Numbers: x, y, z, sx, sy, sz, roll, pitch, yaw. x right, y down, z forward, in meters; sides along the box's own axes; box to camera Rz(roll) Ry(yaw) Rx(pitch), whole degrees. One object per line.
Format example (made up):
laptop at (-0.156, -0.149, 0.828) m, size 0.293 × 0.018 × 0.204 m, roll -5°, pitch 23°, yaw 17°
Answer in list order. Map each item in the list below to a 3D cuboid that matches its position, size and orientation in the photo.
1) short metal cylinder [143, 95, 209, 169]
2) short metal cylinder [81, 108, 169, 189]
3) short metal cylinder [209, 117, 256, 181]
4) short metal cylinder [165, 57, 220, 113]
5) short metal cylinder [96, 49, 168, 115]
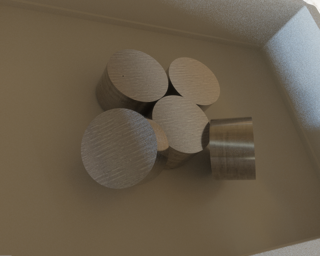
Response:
short metal cylinder at (0.017, 0.006, 0.393) m, size 0.081 × 0.050 × 0.080 m, roll 14°, pitch 56°, yaw -21°
short metal cylinder at (-0.035, 0.022, 0.330) m, size 0.080 × 0.080 × 0.050 m, roll 59°, pitch 8°, yaw 13°
short metal cylinder at (0.094, 0.027, 0.396) m, size 0.050 × 0.080 × 0.080 m, roll -4°, pitch 55°, yaw 15°
short metal cylinder at (0.038, -0.054, 0.443) m, size 0.081 × 0.050 × 0.080 m, roll 14°, pitch 56°, yaw -21°
short metal cylinder at (-0.036, -0.054, 0.401) m, size 0.081 × 0.050 × 0.080 m, roll 14°, pitch 56°, yaw -21°
